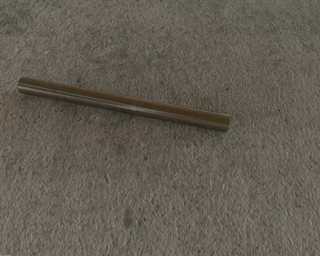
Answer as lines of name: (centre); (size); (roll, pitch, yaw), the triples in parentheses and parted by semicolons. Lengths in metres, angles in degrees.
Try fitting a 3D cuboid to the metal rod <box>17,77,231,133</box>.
metal rod: (-0.055, -0.034, 0.431); (0.301, 0.025, 0.025); (11, 51, 9)
